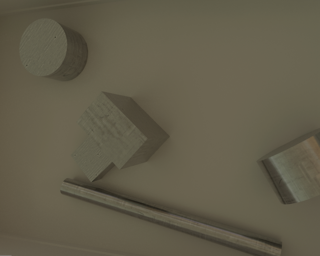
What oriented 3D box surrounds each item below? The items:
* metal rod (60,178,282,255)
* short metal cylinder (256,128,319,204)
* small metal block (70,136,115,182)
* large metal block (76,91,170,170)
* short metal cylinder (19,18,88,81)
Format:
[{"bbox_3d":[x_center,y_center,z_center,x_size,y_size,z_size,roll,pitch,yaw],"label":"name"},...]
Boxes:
[{"bbox_3d":[0.000,0.116,0.409,0.301,0.025,0.025,12,94,19],"label":"metal rod"},{"bbox_3d":[0.152,0.039,0.328,0.080,0.080,0.050,-31,80,17],"label":"short metal cylinder"},{"bbox_3d":[-0.090,0.040,0.441,0.050,0.025,0.050,-44,77,14],"label":"small metal block"},{"bbox_3d":[-0.044,0.002,0.396,0.080,0.080,0.050,45,104,14],"label":"large metal block"},{"bbox_3d":[-0.153,-0.111,0.450,0.080,0.050,0.079,0,90,19],"label":"short metal cylinder"}]
